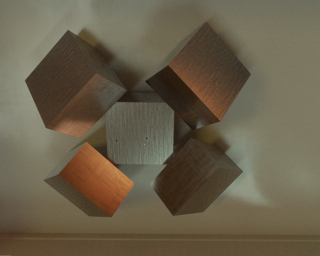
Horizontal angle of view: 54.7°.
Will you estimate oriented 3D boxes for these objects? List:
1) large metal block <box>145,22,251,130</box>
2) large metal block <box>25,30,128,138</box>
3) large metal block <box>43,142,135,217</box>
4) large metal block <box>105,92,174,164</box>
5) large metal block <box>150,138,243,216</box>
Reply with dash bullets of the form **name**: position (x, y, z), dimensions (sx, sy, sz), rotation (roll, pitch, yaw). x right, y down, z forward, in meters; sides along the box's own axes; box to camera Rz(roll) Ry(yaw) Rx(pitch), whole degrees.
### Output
- **large metal block**: position (0.045, -0.057, 0.353), dimensions (0.080, 0.050, 0.080), rotation (45, 61, -14)
- **large metal block**: position (-0.097, -0.049, 0.353), dimensions (0.080, 0.080, 0.050), rotation (-44, 148, 14)
- **large metal block**: position (-0.093, 0.070, 0.399), dimensions (0.080, 0.050, 0.080), rotation (44, 148, -15)
- **large metal block**: position (-0.024, -0.001, 0.395), dimensions (0.081, 0.050, 0.079), rotation (1, 110, -1)
- **large metal block**: position (0.048, 0.064, 0.397), dimensions (0.080, 0.050, 0.080), rotation (-50, 148, 15)
